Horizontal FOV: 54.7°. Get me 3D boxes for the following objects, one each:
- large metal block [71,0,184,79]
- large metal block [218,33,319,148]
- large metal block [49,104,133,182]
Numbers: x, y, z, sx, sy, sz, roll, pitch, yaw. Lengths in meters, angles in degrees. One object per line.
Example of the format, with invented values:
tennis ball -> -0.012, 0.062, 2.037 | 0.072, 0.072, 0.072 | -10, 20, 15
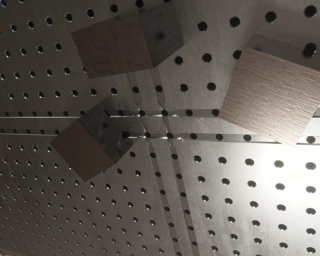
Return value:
large metal block -> -0.031, -0.095, 0.332 | 0.080, 0.080, 0.050 | -3, 117, 29
large metal block -> 0.114, -0.039, 0.311 | 0.080, 0.050, 0.079 | 23, 127, 13
large metal block -> -0.103, 0.024, 0.462 | 0.080, 0.050, 0.080 | -32, 101, 38
